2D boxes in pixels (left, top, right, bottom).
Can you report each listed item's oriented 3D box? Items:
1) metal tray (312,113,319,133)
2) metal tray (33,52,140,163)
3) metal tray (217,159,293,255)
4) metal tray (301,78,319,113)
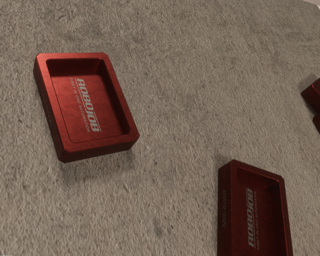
[{"bbox_3d":[0.339,0.016,0.538,0.030,0.090,0.130,-5,65,-31],"label":"metal tray"},{"bbox_3d":[-0.089,-0.030,0.371,0.091,0.030,0.130,-10,67,-33],"label":"metal tray"},{"bbox_3d":[0.121,0.114,0.398,0.091,0.030,0.130,20,54,-17],"label":"metal tray"},{"bbox_3d":[0.353,-0.042,0.620,0.091,0.030,0.130,-31,79,-38],"label":"metal tray"}]
